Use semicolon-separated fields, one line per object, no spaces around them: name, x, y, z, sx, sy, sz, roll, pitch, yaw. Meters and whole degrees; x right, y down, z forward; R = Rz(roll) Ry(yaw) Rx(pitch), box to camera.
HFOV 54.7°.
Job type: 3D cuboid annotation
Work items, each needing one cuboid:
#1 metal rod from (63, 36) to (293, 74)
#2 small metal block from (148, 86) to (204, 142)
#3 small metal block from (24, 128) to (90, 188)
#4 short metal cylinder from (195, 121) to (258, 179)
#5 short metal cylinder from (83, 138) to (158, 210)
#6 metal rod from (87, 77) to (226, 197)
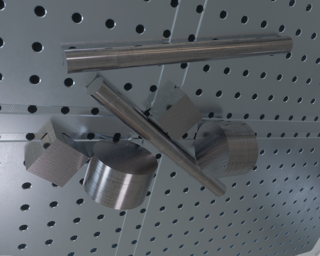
metal rod;0.040;-0.092;0.375;0.303;0.025;0.025;-10;123;-23
small metal block;0.022;-0.018;0.412;0.050;0.025;0.050;-42;130;0
small metal block;-0.121;0.036;0.367;0.050;0.025;0.050;-46;129;4
short metal cylinder;0.093;0.030;0.445;0.050;0.080;0.079;-2;119;-27
short metal cylinder;-0.049;0.055;0.383;0.081;0.080;0.050;7;115;-32
metal rod;0.015;0.030;0.438;0.025;0.025;0.300;-46;129;4
